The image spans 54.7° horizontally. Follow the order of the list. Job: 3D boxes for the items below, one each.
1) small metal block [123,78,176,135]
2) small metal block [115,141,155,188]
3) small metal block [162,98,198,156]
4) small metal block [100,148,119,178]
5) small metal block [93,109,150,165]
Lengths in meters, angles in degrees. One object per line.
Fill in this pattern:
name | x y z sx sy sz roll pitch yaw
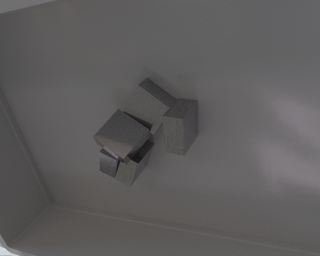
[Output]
small metal block | -0.012 -0.027 0.398 0.050 0.025 0.050 37 129 4
small metal block | -0.036 0.047 0.441 0.025 0.050 0.050 29 128 10
small metal block | 0.026 -0.002 0.377 0.025 0.050 0.050 9 123 23
small metal block | -0.061 0.035 0.438 0.025 0.050 0.050 25 142 9
small metal block | -0.049 0.011 0.403 0.050 0.050 0.025 34 161 15
